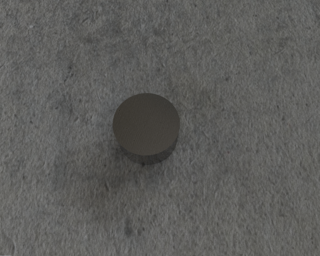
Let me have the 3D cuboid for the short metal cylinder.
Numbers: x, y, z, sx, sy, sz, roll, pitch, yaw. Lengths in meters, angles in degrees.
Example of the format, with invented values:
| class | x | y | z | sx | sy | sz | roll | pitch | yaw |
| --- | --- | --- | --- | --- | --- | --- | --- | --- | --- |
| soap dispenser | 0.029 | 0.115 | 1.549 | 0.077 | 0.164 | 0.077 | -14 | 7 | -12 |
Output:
| class | x | y | z | sx | sy | sz | roll | pitch | yaw |
| --- | --- | --- | --- | --- | --- | --- | --- | --- | --- |
| short metal cylinder | -0.016 | 0.002 | 0.394 | 0.081 | 0.050 | 0.080 | 0 | 70 | 0 |
